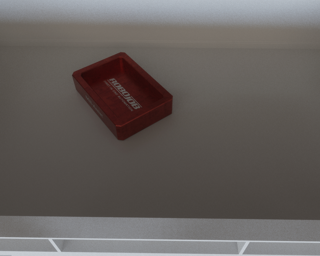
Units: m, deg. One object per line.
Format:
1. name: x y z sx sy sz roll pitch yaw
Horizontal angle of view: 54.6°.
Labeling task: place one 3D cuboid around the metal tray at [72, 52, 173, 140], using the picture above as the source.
1. metal tray: -0.055 -0.051 0.444 0.091 0.030 0.130 -30 56 -23
